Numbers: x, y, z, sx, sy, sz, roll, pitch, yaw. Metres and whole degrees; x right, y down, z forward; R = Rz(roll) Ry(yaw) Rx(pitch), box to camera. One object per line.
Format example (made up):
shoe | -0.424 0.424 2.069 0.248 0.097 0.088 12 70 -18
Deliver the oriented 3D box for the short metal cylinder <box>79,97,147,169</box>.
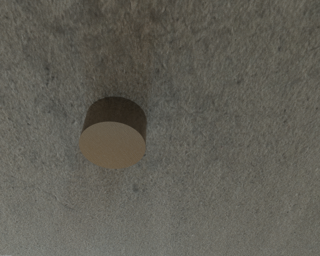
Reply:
short metal cylinder | -0.058 0.007 0.396 0.081 0.050 0.079 0 130 0
